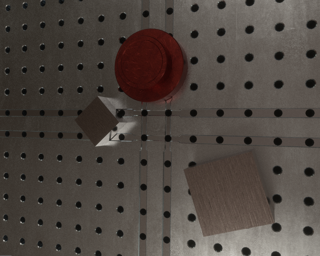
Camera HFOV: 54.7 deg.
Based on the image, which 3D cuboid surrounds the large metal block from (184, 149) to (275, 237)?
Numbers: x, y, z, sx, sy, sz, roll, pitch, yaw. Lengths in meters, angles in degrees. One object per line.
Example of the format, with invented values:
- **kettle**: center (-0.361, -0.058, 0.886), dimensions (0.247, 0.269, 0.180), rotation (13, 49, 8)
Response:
- **large metal block**: center (0.083, 0.075, 0.370), dimensions (0.080, 0.050, 0.080), rotation (-18, 84, 18)

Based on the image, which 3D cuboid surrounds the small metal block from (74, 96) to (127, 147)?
- **small metal block**: center (-0.084, -0.009, 0.441), dimensions (0.050, 0.025, 0.050), rotation (-44, 77, 14)

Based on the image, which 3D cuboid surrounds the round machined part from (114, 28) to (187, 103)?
- **round machined part**: center (-0.017, -0.083, 0.409), dimensions (0.098, 0.042, 0.097), rotation (0, 90, 19)
